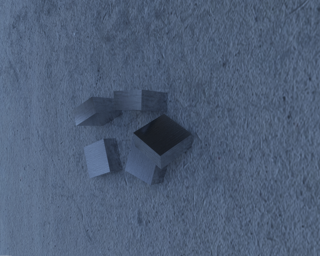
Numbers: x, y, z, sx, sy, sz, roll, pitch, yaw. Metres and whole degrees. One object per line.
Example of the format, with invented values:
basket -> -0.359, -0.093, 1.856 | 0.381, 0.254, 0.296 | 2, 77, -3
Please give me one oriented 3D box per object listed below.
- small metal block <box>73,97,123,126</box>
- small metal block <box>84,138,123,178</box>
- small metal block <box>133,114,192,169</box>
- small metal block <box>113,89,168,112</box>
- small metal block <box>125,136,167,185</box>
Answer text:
small metal block -> -0.094, -0.024, 0.466 | 0.050, 0.050, 0.025 | -27, 73, 37
small metal block -> -0.088, 0.047, 0.478 | 0.050, 0.025, 0.050 | -22, 76, 38
small metal block -> 0.003, 0.015, 0.383 | 0.050, 0.050, 0.025 | 38, 148, 33
small metal block -> -0.025, -0.035, 0.410 | 0.050, 0.050, 0.025 | 3, 92, 40
small metal block -> -0.016, 0.042, 0.419 | 0.050, 0.025, 0.050 | 23, 104, 37
